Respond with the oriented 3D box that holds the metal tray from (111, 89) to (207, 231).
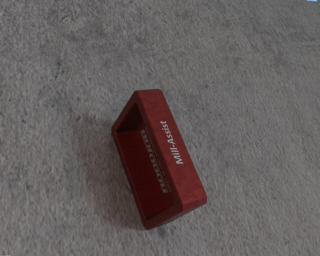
[{"bbox_3d":[-0.008,0.035,0.336,0.030,0.090,0.130,-9,66,-32],"label":"metal tray"}]
